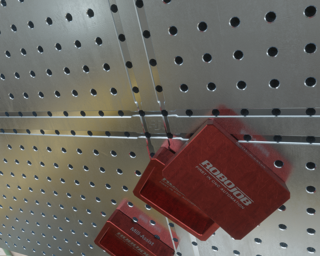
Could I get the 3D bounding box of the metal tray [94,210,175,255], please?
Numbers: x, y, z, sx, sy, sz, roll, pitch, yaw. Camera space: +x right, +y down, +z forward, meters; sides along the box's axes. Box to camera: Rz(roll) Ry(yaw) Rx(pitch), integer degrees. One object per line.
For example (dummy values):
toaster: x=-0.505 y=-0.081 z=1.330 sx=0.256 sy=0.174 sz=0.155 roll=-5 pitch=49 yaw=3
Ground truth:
metal tray: x=-0.050 y=0.218 z=0.566 sx=0.130 sy=0.030 sz=0.089 roll=35 pitch=129 yaw=4

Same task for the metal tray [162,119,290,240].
metal tray: x=0.080 y=0.064 z=0.384 sx=0.130 sy=0.030 sz=0.090 roll=42 pitch=106 yaw=-1

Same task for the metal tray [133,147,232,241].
metal tray: x=0.034 y=0.097 z=0.449 sx=0.130 sy=0.030 sz=0.089 roll=33 pitch=129 yaw=6
